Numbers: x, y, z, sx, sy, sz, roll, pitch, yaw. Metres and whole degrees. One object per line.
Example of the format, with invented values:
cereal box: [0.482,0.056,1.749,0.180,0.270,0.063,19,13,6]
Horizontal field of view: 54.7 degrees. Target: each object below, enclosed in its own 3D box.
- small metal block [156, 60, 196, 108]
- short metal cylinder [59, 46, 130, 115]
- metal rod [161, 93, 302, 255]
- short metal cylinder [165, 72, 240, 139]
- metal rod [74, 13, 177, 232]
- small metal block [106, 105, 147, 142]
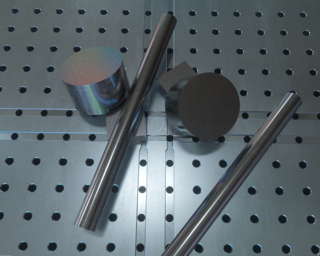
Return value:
small metal block: [0.030,-0.058,0.433,0.050,0.025,0.050,-35,74,-12]
short metal cylinder: [-0.083,-0.063,0.406,0.080,0.050,0.080,-5,47,6]
metal rod: [0.088,0.068,0.387,0.025,0.025,0.301,38,74,12]
short metal cylinder: [0.052,-0.028,0.392,0.081,0.050,0.079,-1,94,-17]
metal rod: [-0.036,-0.022,0.392,0.025,0.025,0.300,18,71,6]
small metal block: [-0.045,-0.008,0.414,0.050,0.025,0.050,-6,70,-2]
